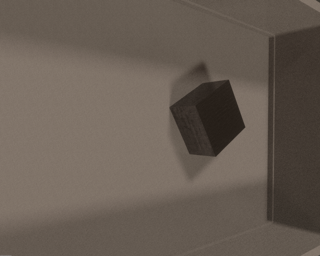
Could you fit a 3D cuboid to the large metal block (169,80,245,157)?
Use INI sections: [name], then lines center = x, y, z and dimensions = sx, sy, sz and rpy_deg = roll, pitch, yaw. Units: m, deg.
[large metal block]
center = 0.071, -0.015, 0.453
dimensions = 0.080, 0.050, 0.080
rpy_deg = -38, 113, -34
